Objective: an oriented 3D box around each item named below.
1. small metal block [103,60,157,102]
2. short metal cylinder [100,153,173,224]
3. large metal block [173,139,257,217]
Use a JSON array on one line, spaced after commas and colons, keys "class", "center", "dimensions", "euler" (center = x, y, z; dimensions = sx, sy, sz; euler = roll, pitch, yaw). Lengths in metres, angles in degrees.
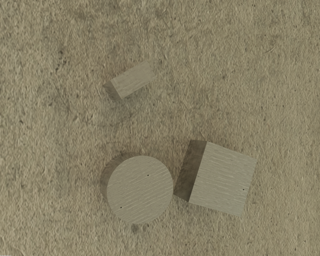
[{"class": "small metal block", "center": [-0.038, -0.057, 0.381], "dimensions": [0.050, 0.050, 0.025], "euler": [-33, 101, -17]}, {"class": "short metal cylinder", "center": [-0.030, 0.072, 0.385], "dimensions": [0.081, 0.050, 0.079], "euler": [0, 90, -20]}, {"class": "large metal block", "center": [0.075, 0.067, 0.423], "dimensions": [0.080, 0.050, 0.080], "euler": [20, 83, -19]}]
